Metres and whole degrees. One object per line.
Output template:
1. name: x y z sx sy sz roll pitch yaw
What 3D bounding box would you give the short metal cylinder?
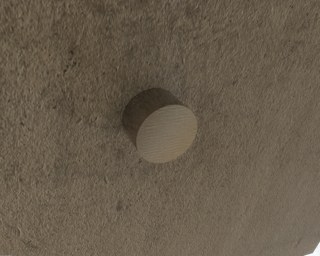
1. short metal cylinder: -0.001 -0.003 0.387 0.081 0.050 0.080 -14 124 -21
